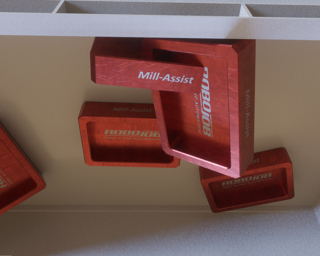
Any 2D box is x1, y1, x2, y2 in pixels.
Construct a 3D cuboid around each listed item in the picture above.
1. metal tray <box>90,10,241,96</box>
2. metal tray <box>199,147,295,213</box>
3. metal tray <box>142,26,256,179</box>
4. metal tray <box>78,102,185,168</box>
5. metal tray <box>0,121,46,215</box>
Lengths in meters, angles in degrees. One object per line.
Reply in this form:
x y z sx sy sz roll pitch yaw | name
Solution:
0.005 -0.075 0.301 0.131 0.090 0.030 5 133 -5 | metal tray
0.134 0.084 0.479 0.130 0.030 0.090 -14 129 11 | metal tray
0.038 -0.022 0.283 0.090 0.030 0.129 17 133 34 | metal tray
-0.036 0.011 0.414 0.131 0.030 0.089 2 130 -2 | metal tray
-0.229 0.057 0.422 0.090 0.030 0.129 -32 131 -15 | metal tray
